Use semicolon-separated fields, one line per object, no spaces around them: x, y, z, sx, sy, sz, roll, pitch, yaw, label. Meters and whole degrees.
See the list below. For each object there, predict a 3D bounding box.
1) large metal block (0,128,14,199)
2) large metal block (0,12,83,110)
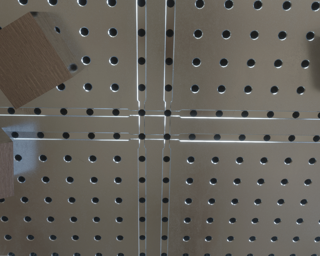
-0.237;0.050;0.394;0.081;0.050;0.079;-9;117;-40;large metal block
-0.153;-0.081;0.368;0.080;0.050;0.080;-27;108;9;large metal block
